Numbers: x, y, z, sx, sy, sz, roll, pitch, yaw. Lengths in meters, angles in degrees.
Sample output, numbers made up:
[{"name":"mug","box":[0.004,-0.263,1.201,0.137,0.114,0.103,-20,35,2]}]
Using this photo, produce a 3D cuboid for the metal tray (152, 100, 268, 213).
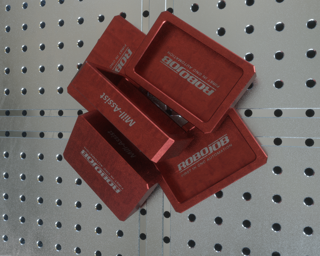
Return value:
[{"name":"metal tray","box":[0.055,0.036,0.389,0.130,0.030,0.090,-35,79,16]}]

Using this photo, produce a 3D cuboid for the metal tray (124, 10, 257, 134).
[{"name":"metal tray","box":[0.034,-0.065,0.365,0.130,0.030,0.090,38,102,15]}]

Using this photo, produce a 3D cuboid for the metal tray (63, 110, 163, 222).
[{"name":"metal tray","box":[-0.068,0.050,0.413,0.130,0.030,0.089,44,129,14]}]

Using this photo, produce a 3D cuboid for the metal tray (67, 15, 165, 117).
[{"name":"metal tray","box":[-0.058,-0.076,0.428,0.090,0.030,0.130,40,102,15]}]

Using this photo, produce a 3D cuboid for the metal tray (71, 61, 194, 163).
[{"name":"metal tray","box":[-0.028,-0.019,0.354,0.130,0.090,0.030,42,103,14]}]
